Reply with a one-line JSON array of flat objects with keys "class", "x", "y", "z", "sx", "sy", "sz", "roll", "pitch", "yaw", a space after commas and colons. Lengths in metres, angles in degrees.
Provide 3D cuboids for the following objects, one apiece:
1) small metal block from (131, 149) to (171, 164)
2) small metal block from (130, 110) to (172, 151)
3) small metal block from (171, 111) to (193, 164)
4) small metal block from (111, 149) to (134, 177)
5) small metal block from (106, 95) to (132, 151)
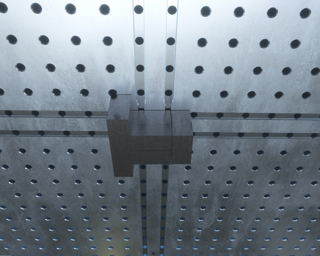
[{"class": "small metal block", "x": -0.011, "y": 0.022, "z": 0.413, "sx": 0.050, "sy": 0.050, "sz": 0.025, "roll": 0, "pitch": 130, "yaw": -1}, {"class": "small metal block", "x": -0.011, "y": 0.002, "z": 0.396, "sx": 0.050, "sy": 0.050, "sz": 0.025, "roll": 0, "pitch": 130, "yaw": -1}, {"class": "small metal block", "x": 0.027, "y": 0.012, "z": 0.405, "sx": 0.025, "sy": 0.050, "sz": 0.050, "roll": 0, "pitch": 130, "yaw": 0}, {"class": "small metal block", "x": -0.049, "y": 0.031, "z": 0.420, "sx": 0.025, "sy": 0.050, "sz": 0.050, "roll": 0, "pitch": 130, "yaw": 0}, {"class": "small metal block", "x": -0.049, "y": -0.007, "z": 0.388, "sx": 0.025, "sy": 0.050, "sz": 0.050, "roll": 0, "pitch": 130, "yaw": 0}]
